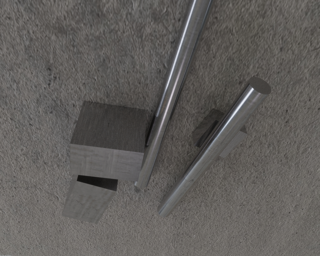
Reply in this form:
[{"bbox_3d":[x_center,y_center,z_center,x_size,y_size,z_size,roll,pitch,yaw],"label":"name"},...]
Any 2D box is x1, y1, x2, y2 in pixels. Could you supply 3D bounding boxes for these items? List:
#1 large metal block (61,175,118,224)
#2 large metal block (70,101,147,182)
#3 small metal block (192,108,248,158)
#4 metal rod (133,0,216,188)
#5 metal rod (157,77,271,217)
[{"bbox_3d":[-0.094,0.073,0.432,0.050,0.080,0.079,19,128,-16],"label":"large metal block"},{"bbox_3d":[-0.062,0.015,0.383,0.081,0.080,0.050,8,130,-7],"label":"large metal block"},{"bbox_3d":[0.079,0.008,0.415,0.050,0.025,0.050,23,126,-19],"label":"small metal block"},{"bbox_3d":[0.008,-0.028,0.383,0.025,0.025,0.298,11,129,-10],"label":"metal rod"},{"bbox_3d":[0.054,0.049,0.419,0.025,0.025,0.298,14,138,-12],"label":"metal rod"}]
